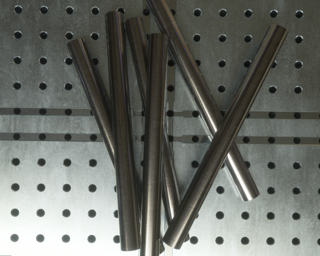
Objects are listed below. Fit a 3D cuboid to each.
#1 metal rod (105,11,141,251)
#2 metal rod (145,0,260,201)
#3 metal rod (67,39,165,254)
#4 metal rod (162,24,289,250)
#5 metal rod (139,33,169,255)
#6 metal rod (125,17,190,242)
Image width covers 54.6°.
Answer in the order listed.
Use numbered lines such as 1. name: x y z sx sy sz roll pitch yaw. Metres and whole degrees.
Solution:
1. metal rod: -0.048 -0.002 0.393 0.025 0.025 0.299 -5 82 0
2. metal rod: 0.056 -0.043 0.413 0.025 0.025 0.299 -26 90 0
3. metal rod: -0.058 0.026 0.412 0.025 0.025 0.299 -21 90 0
4. metal rod: 0.081 0.011 0.387 0.025 0.025 0.299 27 90 0
5. metal rod: -0.008 0.034 0.387 0.025 0.025 0.298 2 90 0
6. metal rod: -0.004 0.003 0.413 0.025 0.025 0.299 -12 90 0
